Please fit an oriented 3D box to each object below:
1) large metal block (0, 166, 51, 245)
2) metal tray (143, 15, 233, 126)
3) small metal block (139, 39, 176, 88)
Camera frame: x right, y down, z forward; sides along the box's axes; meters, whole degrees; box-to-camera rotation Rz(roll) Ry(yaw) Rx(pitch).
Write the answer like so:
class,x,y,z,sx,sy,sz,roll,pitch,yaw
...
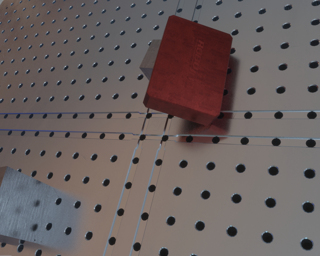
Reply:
class,x,y,z,sx,sy,sz,roll,pitch,yaw
large metal block,-0.201,0.105,0.412,0.050,0.080,0.080,-11,57,22
metal tray,0.038,-0.076,0.399,0.091,0.030,0.130,17,65,-6
small metal block,0.002,-0.091,0.446,0.025,0.050,0.050,10,67,32
